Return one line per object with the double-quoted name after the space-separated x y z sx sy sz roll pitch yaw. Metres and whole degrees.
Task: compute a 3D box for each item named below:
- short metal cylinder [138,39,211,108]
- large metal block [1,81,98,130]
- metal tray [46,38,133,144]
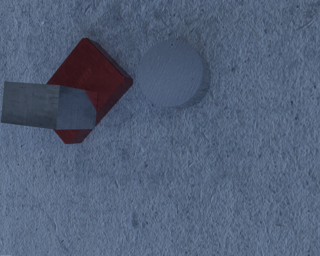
0.019 -0.065 0.389 0.080 0.050 0.080 0 90 20 "short metal cylinder"
-0.137 -0.027 0.396 0.080 0.080 0.050 6 92 20 "large metal block"
-0.113 -0.051 0.446 0.130 0.030 0.090 -47 76 14 "metal tray"
